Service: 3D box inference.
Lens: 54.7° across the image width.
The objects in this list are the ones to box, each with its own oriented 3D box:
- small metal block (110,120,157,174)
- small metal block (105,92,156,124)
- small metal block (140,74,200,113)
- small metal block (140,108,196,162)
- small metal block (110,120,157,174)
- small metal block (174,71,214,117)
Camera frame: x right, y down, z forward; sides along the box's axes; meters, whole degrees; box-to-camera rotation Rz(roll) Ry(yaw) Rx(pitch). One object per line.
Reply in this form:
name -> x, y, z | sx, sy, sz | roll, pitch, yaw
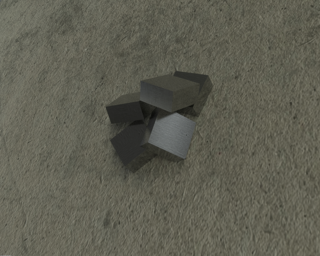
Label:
small metal block -> -0.030, 0.022, 0.406 | 0.050, 0.025, 0.050 | -38, 51, 2
small metal block -> -0.038, -0.030, 0.426 | 0.050, 0.025, 0.050 | -7, 21, 24
small metal block -> 0.012, -0.044, 0.375 | 0.050, 0.025, 0.050 | 24, 31, 36
small metal block -> 0.010, 0.008, 0.375 | 0.025, 0.050, 0.050 | -30, 38, 61
small metal block -> -0.030, 0.022, 0.406 | 0.050, 0.025, 0.050 | -38, 51, 2
small metal block -> 0.036, -0.046, 0.414 | 0.050, 0.025, 0.050 | 15, 69, 33
